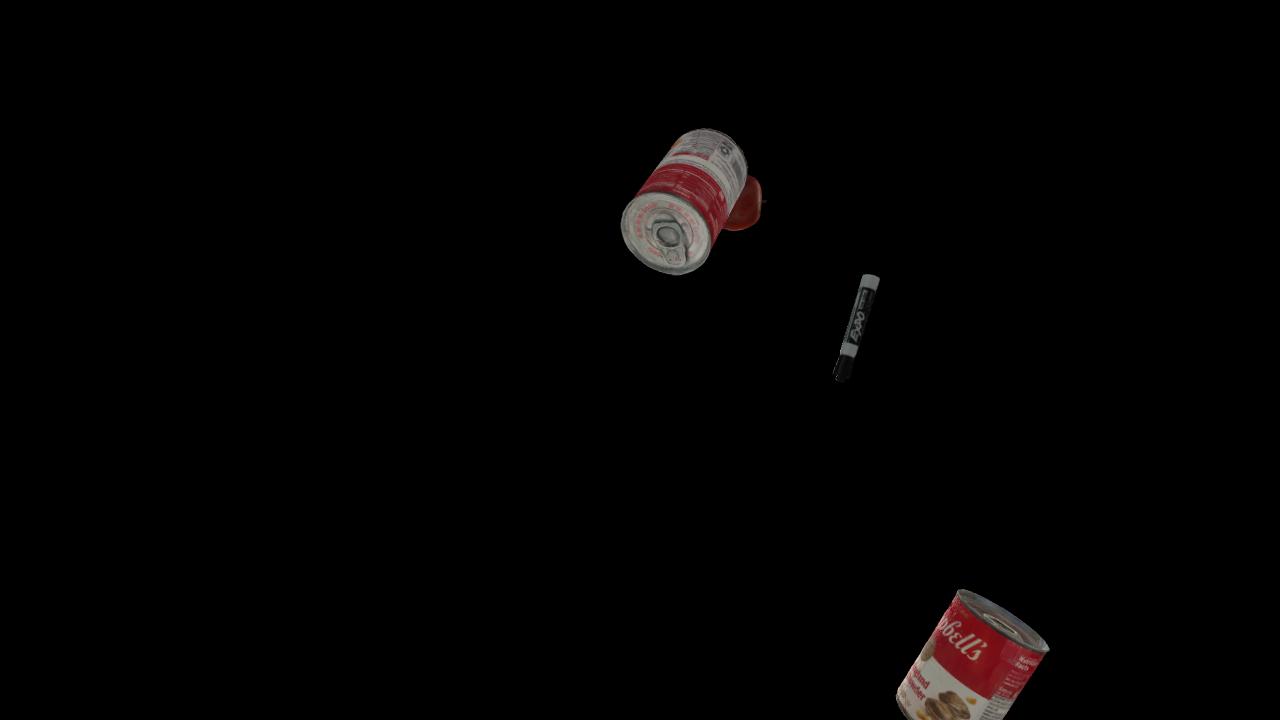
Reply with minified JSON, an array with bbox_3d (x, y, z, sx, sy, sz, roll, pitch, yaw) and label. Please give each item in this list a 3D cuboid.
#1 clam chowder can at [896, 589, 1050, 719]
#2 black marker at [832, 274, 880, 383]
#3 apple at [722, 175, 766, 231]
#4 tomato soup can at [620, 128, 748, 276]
[{"bbox_3d":[0.252,0.240,0.473,0.068,0.102,0.068,25,8,-4],"label":"clam chowder can"},{"bbox_3d":[0.235,-0.034,0.669,0.020,0.121,0.020,18,-5,2],"label":"black marker"},{"bbox_3d":[0.128,-0.219,0.852,0.093,0.079,0.079,-1,0,12],"label":"apple"},{"bbox_3d":[0.036,-0.121,0.460,0.068,0.068,0.101,0,43,30],"label":"tomato soup can"}]
